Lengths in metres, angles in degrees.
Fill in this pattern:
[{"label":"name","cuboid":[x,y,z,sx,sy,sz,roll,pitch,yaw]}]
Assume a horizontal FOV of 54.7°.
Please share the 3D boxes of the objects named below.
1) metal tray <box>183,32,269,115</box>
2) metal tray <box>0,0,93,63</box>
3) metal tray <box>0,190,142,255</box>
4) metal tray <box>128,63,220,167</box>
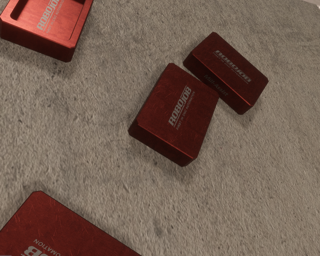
[{"label":"metal tray","cuboid":[0.113,-0.094,0.521,0.130,0.030,0.090,42,51,0]},{"label":"metal tray","cuboid":[-0.146,-0.158,0.418,0.091,0.030,0.130,19,54,-17]},{"label":"metal tray","cuboid":[-0.086,0.129,0.276,0.130,0.030,0.090,35,51,-5]},{"label":"metal tray","cuboid":[0.024,-0.022,0.429,0.090,0.030,0.130,32,51,-8]}]
